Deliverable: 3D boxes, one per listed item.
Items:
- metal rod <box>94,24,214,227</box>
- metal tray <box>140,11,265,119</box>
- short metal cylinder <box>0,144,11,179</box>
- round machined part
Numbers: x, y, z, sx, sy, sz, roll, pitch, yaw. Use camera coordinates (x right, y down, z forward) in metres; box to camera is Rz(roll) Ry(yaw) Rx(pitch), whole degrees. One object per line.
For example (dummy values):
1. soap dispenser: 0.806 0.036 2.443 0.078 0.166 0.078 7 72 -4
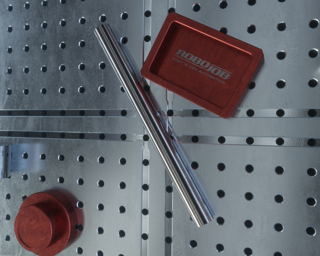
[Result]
1. metal rod: -0.013 -0.010 0.416 0.025 0.025 0.299 -31 80 17
2. metal tray: 0.051 -0.079 0.391 0.130 0.030 0.090 30 100 17
3. short metal cylinder: -0.276 0.050 0.481 0.080 0.080 0.050 3 91 20
4. round machined part: -0.177 0.146 0.466 0.098 0.042 0.097 0 90 20
